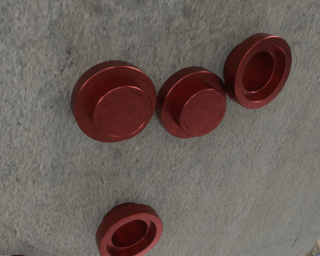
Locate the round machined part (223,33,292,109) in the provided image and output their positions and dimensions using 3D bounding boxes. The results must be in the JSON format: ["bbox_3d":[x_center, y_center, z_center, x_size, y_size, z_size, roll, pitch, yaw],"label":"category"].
[{"bbox_3d":[0.125,-0.078,0.415,0.099,0.042,0.097,-16,123,-25],"label":"round machined part"}]

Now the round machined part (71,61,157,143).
[{"bbox_3d":[-0.048,-0.024,0.356,0.099,0.042,0.097,-14,125,-21],"label":"round machined part"}]

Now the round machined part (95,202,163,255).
[{"bbox_3d":[-0.049,0.151,0.464,0.099,0.042,0.097,-14,125,-21],"label":"round machined part"}]

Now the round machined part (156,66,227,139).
[{"bbox_3d":[0.047,-0.027,0.406,0.099,0.042,0.097,-14,125,-21],"label":"round machined part"}]
